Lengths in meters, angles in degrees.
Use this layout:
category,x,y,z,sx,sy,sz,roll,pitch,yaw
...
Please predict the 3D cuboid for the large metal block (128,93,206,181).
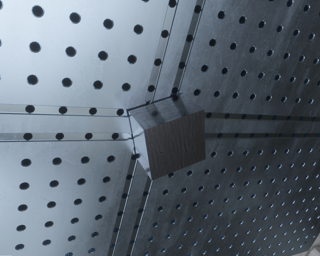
category,x,y,z,sx,sy,sz,roll,pitch,yaw
large metal block,0.011,0.011,0.406,0.081,0.050,0.079,-19,126,-18
